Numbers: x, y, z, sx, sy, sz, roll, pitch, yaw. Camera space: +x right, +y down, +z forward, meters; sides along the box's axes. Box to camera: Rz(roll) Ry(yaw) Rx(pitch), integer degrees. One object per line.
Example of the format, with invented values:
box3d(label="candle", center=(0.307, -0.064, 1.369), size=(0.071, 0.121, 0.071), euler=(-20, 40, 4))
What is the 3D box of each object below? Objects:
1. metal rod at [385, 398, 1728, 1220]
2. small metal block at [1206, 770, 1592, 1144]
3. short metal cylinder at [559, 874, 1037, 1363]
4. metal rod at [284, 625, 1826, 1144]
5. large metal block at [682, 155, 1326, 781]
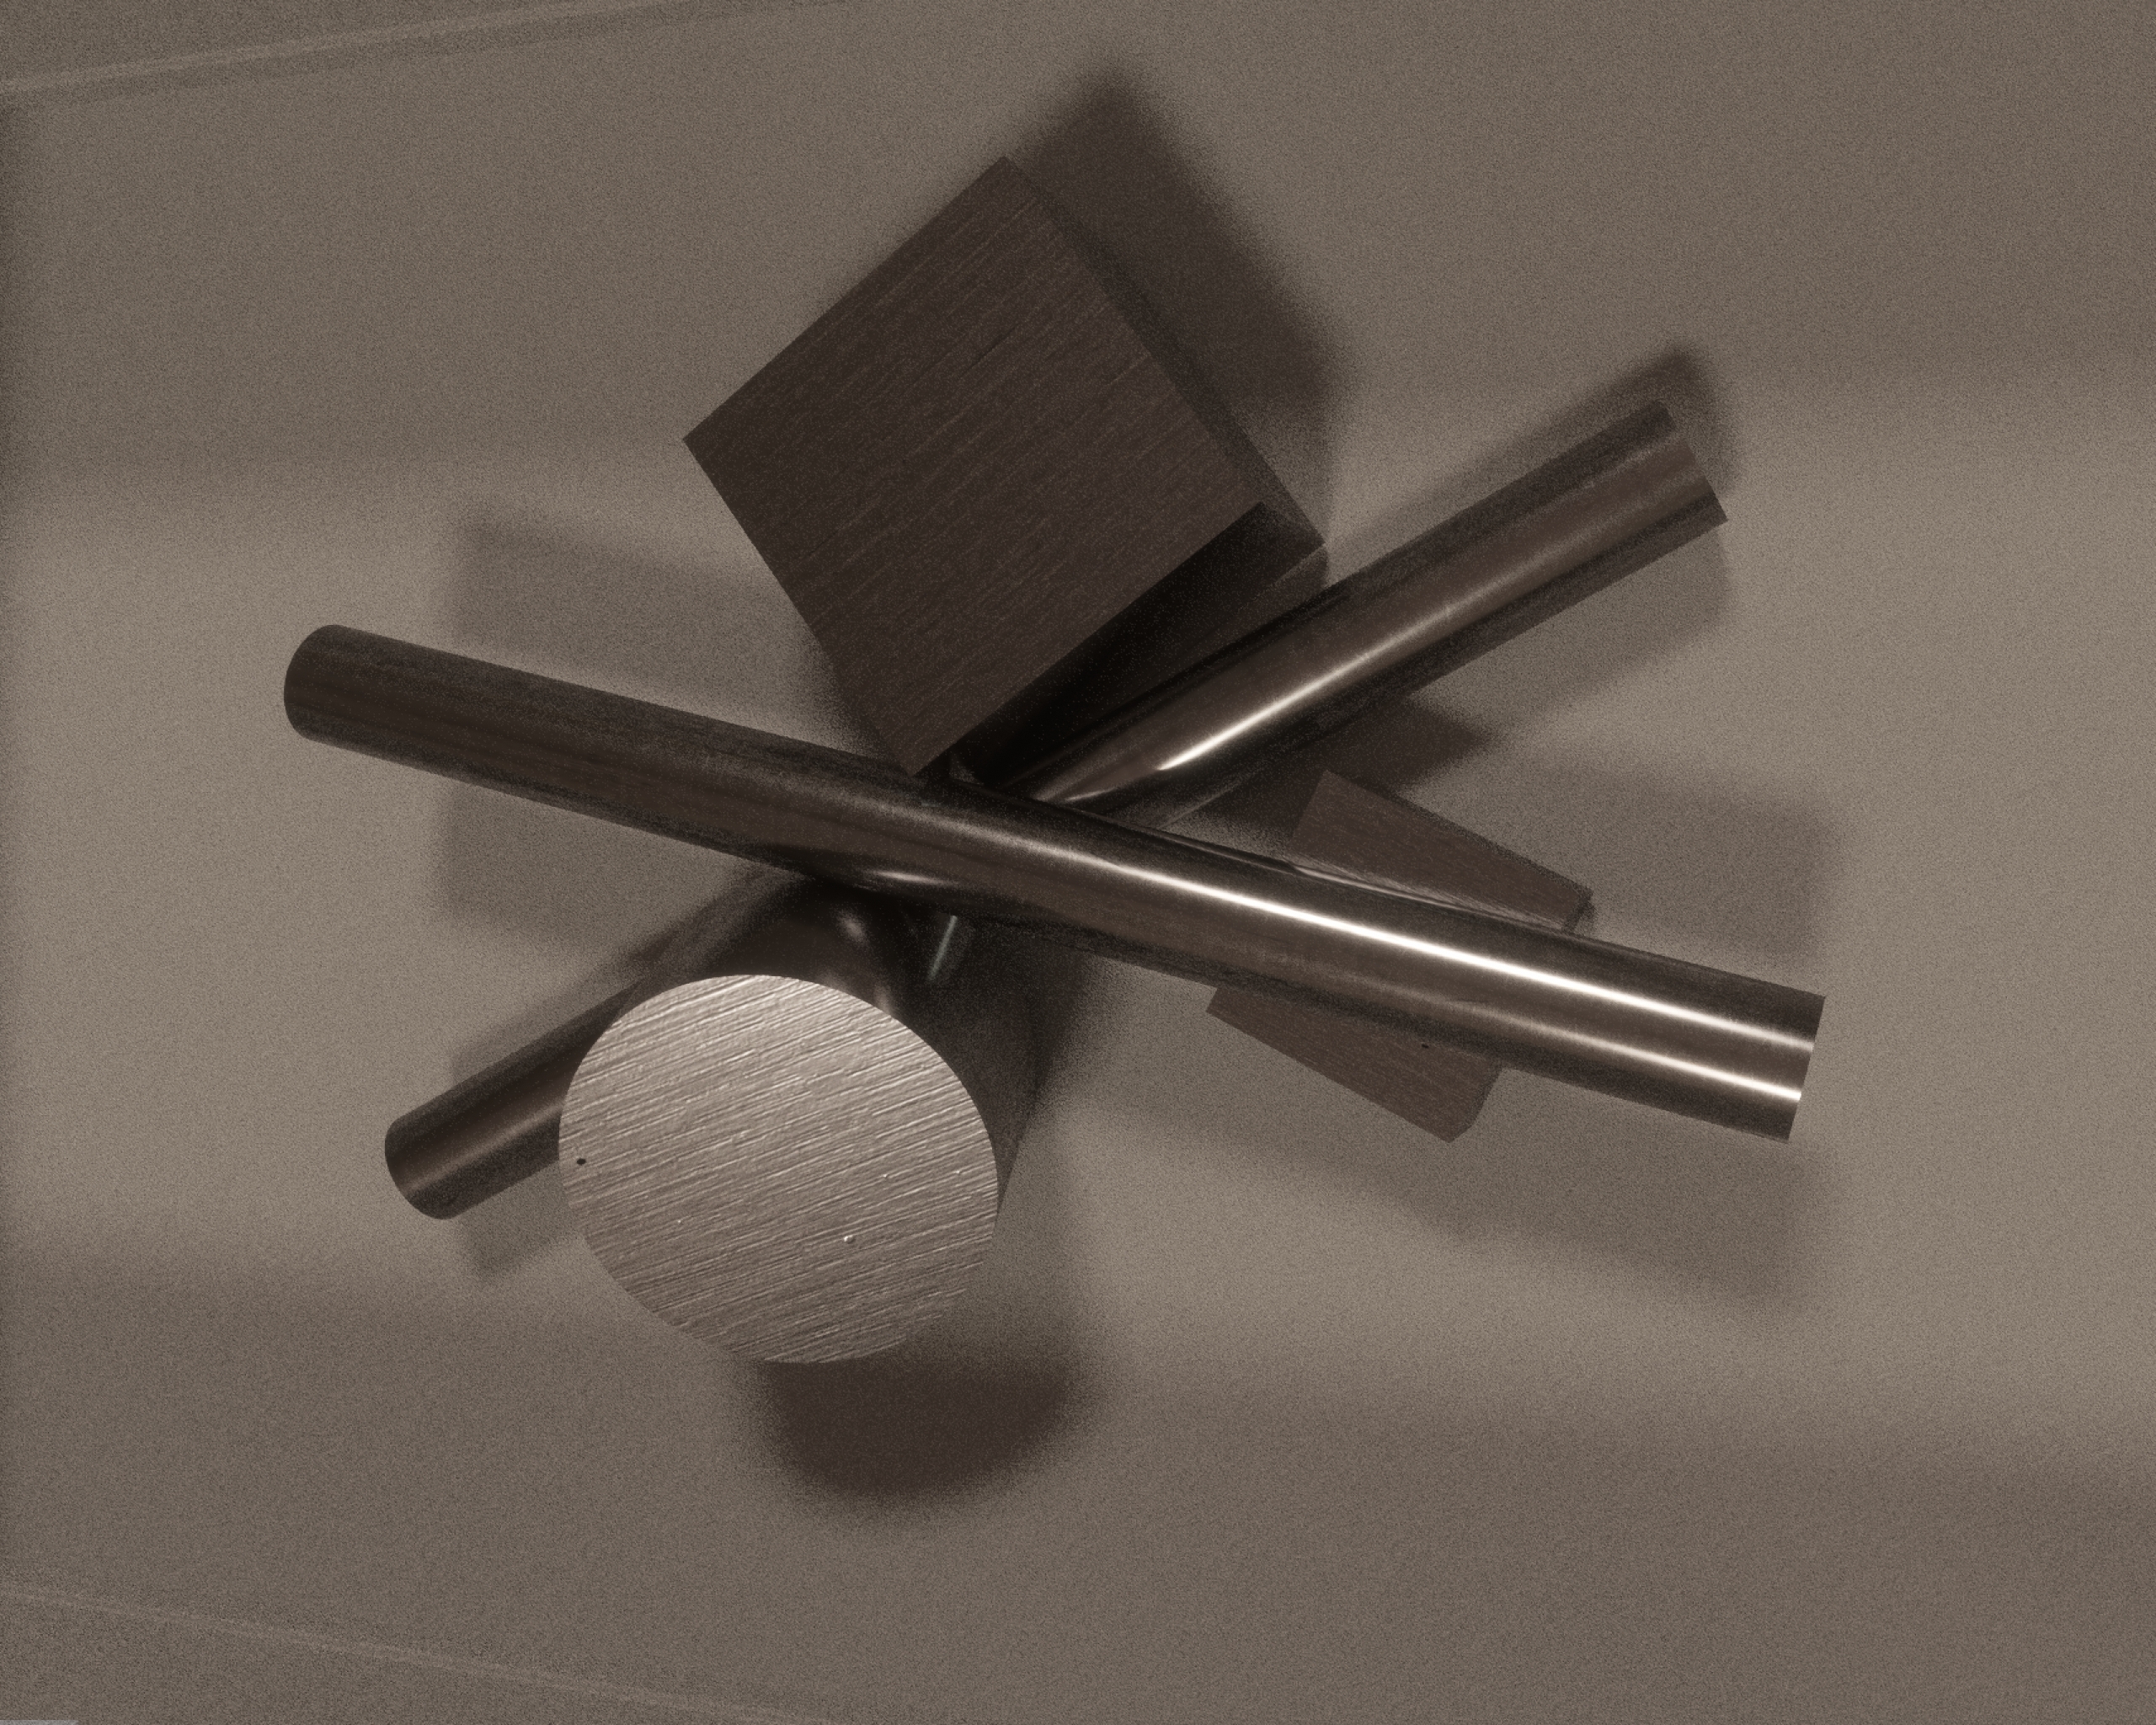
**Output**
box3d(label="metal rod", center=(-0.017, -0.002, 0.413), size=(0.300, 0.025, 0.025), euler=(-29, 81, 17))
box3d(label="small metal block", center=(0.060, 0.016, 0.385), size=(0.050, 0.025, 0.050), euler=(28, 99, 17))
box3d(label="short metal cylinder", center=(-0.051, 0.047, 0.398), size=(0.080, 0.050, 0.079), euler=(2, 112, 6))
box3d(label="metal rod", center=(-0.019, -0.002, 0.388), size=(0.301, 0.025, 0.025), euler=(15, 95, 19))
box3d(label="large metal block", center=(-0.013, -0.071, 0.399), size=(0.080, 0.050, 0.080), euler=(-37, 78, 16))
